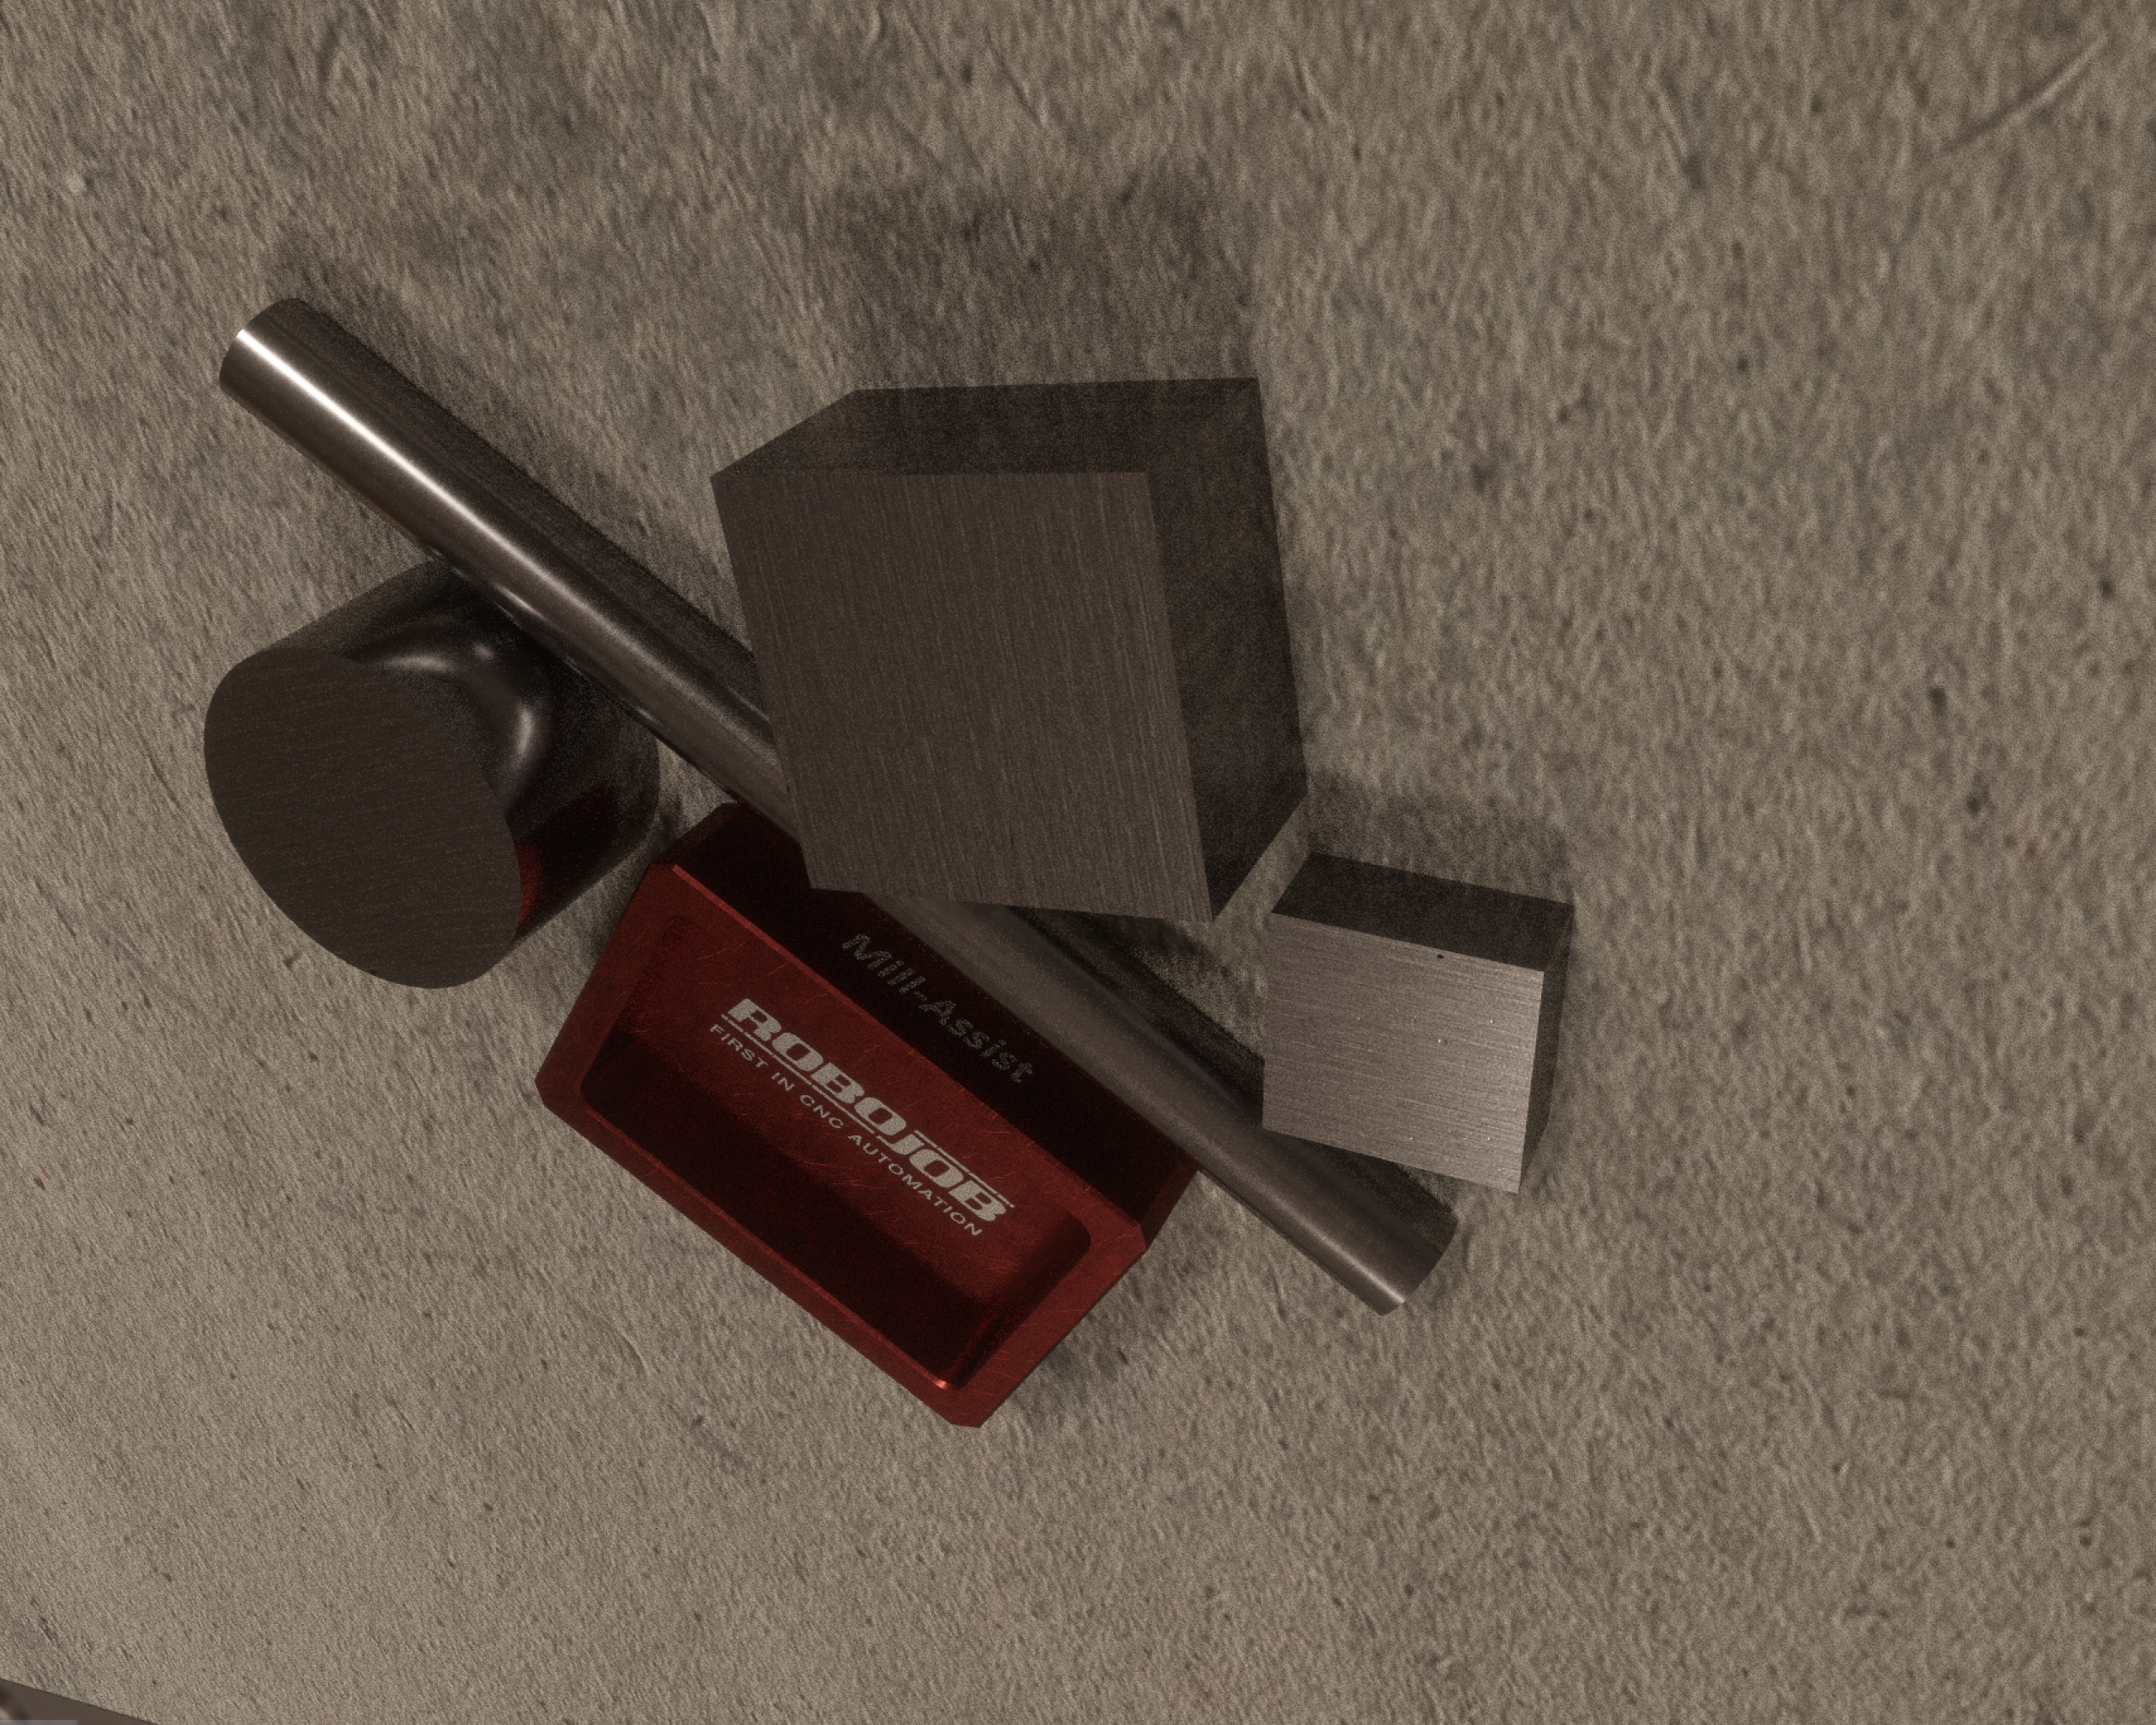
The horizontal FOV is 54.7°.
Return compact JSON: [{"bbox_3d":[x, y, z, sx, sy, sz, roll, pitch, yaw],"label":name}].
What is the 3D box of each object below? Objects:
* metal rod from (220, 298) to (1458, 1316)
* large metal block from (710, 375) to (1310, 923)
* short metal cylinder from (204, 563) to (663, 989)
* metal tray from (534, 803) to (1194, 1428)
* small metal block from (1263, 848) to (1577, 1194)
[{"bbox_3d":[-0.049,-0.012,0.424,0.300,0.025,0.025,39,129,1],"label":"metal rod"},{"bbox_3d":[-0.009,-0.039,0.371,0.080,0.050,0.079,4,121,25],"label":"large metal block"},{"bbox_3d":[-0.138,-0.020,0.450,0.080,0.050,0.079,13,124,20],"label":"short metal cylinder"},{"bbox_3d":[-0.050,0.058,0.466,0.130,0.030,0.089,38,129,2],"label":"metal tray"},{"bbox_3d":[0.063,0.029,0.393,0.050,0.025,0.050,12,124,21],"label":"small metal block"}]
